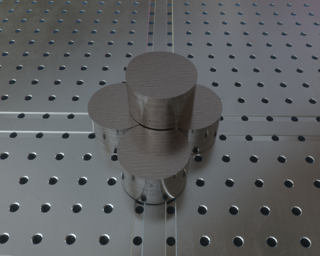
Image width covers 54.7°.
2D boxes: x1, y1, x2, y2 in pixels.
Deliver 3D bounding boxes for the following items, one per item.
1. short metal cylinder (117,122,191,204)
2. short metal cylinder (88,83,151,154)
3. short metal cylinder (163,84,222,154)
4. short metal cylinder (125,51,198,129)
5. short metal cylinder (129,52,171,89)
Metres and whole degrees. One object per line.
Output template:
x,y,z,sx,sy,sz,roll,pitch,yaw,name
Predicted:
-0.007,0.039,0.357,0.081,0.050,0.080,0,48,0,short metal cylinder
-0.049,-0.013,0.402,0.081,0.050,0.080,0,50,0,short metal cylinder
0.037,-0.013,0.401,0.081,0.050,0.080,0,50,0,short metal cylinder
0.002,-0.045,0.363,0.081,0.050,0.080,0,50,0,short metal cylinder
-0.006,-0.065,0.446,0.081,0.050,0.080,1,50,-1,short metal cylinder
